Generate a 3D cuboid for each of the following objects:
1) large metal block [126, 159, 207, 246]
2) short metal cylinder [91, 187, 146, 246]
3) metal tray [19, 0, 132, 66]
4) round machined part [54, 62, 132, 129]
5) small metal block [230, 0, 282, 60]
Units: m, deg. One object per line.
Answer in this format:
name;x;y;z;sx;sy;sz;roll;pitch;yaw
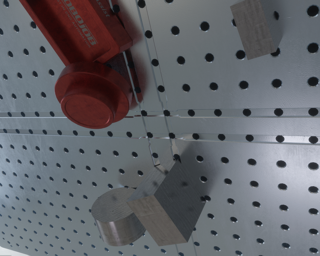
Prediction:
large metal block;0.012;0.103;0.433;0.050;0.080;0.080;-24;105;36
short metal cylinder;-0.063;0.140;0.496;0.080;0.080;0.050;1;119;27
metal tray;-0.105;-0.134;0.380;0.090;0.030;0.130;-24;106;36
round machined part;-0.088;-0.035;0.401;0.099;0.042;0.097;6;143;5
small metal block;0.091;-0.097;0.287;0.025;0.050;0.050;-12;112;33
